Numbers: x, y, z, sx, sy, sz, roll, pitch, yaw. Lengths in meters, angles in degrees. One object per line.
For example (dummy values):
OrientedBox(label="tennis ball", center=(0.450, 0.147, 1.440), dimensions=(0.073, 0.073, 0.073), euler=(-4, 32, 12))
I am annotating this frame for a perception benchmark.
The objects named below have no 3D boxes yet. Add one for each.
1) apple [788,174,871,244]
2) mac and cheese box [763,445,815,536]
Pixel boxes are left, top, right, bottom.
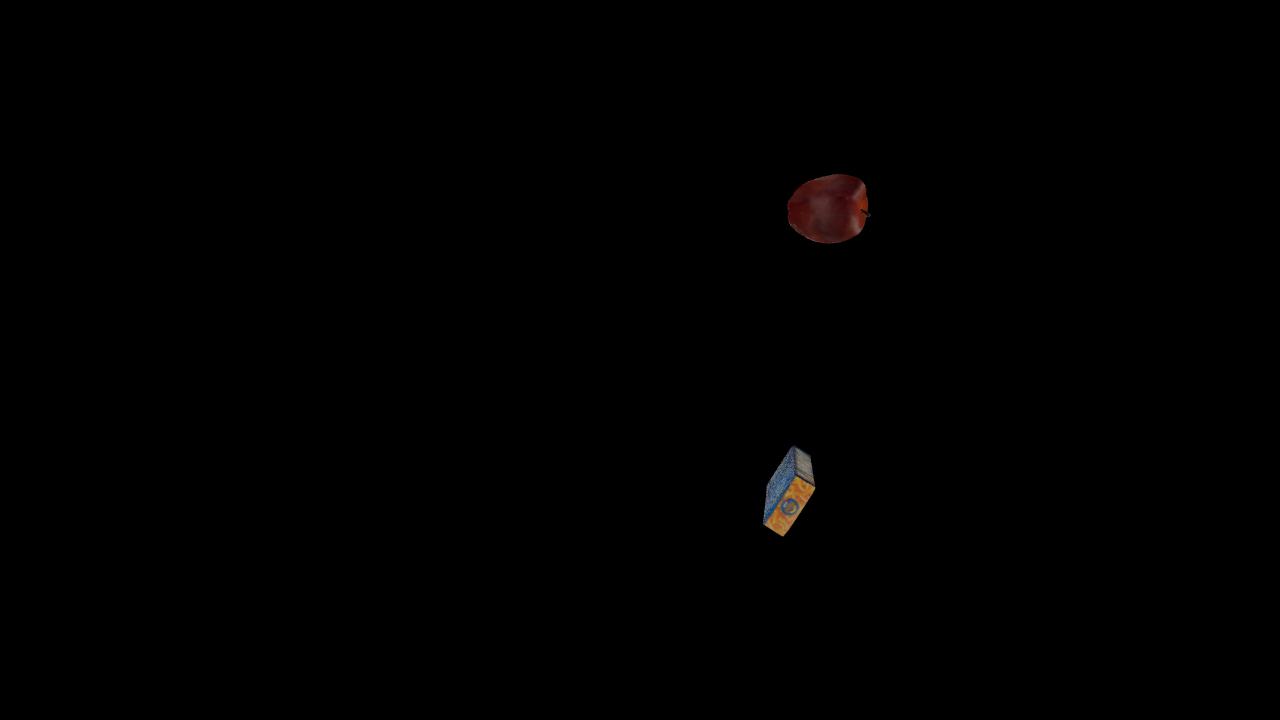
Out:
OrientedBox(label="apple", center=(0.219, -0.173, 0.711), dimensions=(0.093, 0.079, 0.079), euler=(11, 6, 32))
OrientedBox(label="mac and cheese box", center=(0.237, 0.203, 0.981), dimensions=(0.041, 0.093, 0.184), euler=(32, 13, 8))
